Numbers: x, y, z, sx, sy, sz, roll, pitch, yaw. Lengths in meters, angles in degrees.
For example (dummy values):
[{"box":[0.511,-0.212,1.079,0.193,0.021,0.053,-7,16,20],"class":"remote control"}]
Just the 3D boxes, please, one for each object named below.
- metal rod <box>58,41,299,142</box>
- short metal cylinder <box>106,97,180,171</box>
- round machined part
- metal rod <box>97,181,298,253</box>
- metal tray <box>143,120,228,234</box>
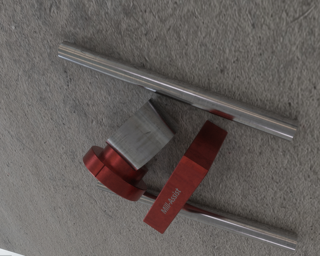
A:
[{"box":[0.009,-0.050,0.371,0.301,0.025,0.025,21,127,15],"class":"metal rod"},{"box":[-0.021,0.007,0.387,0.050,0.080,0.080,46,129,-4],"class":"short metal cylinder"},{"box":[-0.056,0.055,0.436,0.098,0.098,0.042,39,91,2],"class":"round machined part"},{"box":[0.041,0.120,0.459,0.301,0.025,0.025,13,124,21],"class":"metal rod"},{"box":[0.031,0.062,0.386,0.030,0.090,0.129,32,129,7],"class":"metal tray"}]
